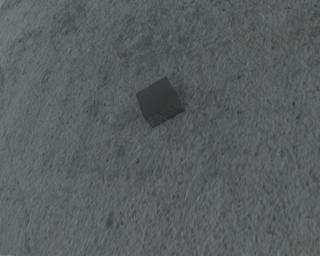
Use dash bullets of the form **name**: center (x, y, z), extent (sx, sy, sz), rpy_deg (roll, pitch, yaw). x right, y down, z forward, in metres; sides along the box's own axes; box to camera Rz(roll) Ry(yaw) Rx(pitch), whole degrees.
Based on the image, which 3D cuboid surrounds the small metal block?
- **small metal block**: center (-0.001, -0.036, 0.427), extent (0.050, 0.025, 0.050), rpy_deg (-29, 52, 10)
